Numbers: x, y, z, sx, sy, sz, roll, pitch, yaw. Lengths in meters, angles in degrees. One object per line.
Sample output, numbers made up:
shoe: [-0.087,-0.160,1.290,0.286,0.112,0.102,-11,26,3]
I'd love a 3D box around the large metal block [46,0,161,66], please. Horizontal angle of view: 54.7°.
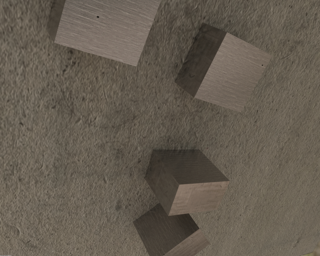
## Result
large metal block: [-0.052,-0.113,0.292,0.081,0.050,0.079,10,113,-33]

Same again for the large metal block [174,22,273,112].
large metal block: [0.078,-0.074,0.387,0.081,0.050,0.080,13,112,-34]

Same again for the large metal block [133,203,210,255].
large metal block: [0.016,0.162,0.480,0.080,0.080,0.050,-35,129,-5]

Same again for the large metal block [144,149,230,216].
large metal block: [0.035,0.072,0.435,0.081,0.080,0.050,2,118,-30]
